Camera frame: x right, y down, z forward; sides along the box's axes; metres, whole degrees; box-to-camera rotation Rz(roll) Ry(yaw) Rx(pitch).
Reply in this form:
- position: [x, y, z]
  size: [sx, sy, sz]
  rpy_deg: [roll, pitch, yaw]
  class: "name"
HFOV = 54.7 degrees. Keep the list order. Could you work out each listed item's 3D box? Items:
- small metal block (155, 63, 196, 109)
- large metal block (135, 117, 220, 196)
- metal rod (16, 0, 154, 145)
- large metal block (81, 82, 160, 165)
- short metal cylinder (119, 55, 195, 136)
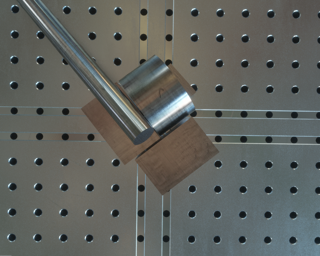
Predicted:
- position: [0.012, -0.049, 0.414]
  size: [0.050, 0.025, 0.050]
  rpy_deg: [-42, 91, 0]
  class: "small metal block"
- position: [0.019, 0.031, 0.384]
  size: [0.080, 0.080, 0.050]
  rpy_deg: [-37, 90, 0]
  class: "large metal block"
- position: [-0.109, -0.097, 0.360]
  size: [0.025, 0.025, 0.300]
  rpy_deg: [-41, 69, 0]
  class: "metal rod"
- position: [-0.044, -0.005, 0.386]
  size: [0.050, 0.080, 0.080]
  rpy_deg: [-38, 90, 0]
  class: "large metal block"
- position: [-0.003, -0.037, 0.360]
  size: [0.050, 0.080, 0.080]
  rpy_deg: [-37, 90, 0]
  class: "short metal cylinder"
